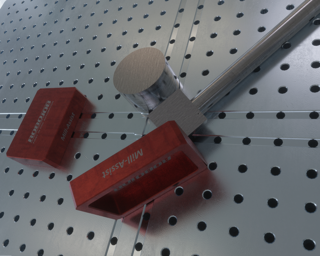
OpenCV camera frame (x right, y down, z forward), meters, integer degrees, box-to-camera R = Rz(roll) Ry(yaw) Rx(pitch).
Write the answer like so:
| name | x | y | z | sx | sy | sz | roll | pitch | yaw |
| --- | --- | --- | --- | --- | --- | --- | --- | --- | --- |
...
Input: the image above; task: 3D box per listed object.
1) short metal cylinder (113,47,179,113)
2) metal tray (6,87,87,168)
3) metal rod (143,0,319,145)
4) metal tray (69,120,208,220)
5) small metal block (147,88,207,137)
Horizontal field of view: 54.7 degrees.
| name | x | y | z | sx | sy | sz | roll | pitch | yaw |
| --- | --- | --- | --- | --- | --- | --- | --- | --- | --- |
| short metal cylinder | -0.019 | -0.068 | 0.444 | 0.080 | 0.050 | 0.080 | -13 | 56 | 21 |
| metal tray | -0.183 | -0.004 | 0.504 | 0.090 | 0.030 | 0.130 | 2 | 63 | 29 |
| metal rod | 0.095 | -0.068 | 0.400 | 0.300 | 0.025 | 0.025 | -41 | 51 | 0 |
| metal tray | -0.020 | 0.052 | 0.343 | 0.130 | 0.090 | 0.030 | -32 | 59 | 7 |
| small metal block | 0.021 | -0.011 | 0.374 | 0.050 | 0.025 | 0.050 | -41 | 79 | 0 |
